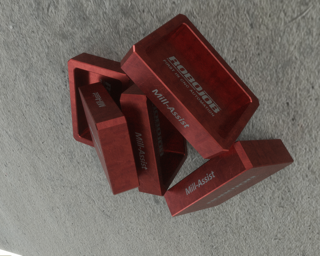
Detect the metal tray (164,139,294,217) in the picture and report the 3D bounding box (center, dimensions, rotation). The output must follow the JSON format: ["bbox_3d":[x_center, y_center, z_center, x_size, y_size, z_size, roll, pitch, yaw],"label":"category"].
[{"bbox_3d":[0.076,0.059,0.362,0.129,0.091,0.030,-44,58,39],"label":"metal tray"}]

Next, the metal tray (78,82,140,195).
[{"bbox_3d":[-0.064,0.007,0.371,0.130,0.030,0.089,-131,29,-57],"label":"metal tray"}]

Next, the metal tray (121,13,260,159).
[{"bbox_3d":[0.035,-0.044,0.317,0.130,0.090,0.030,47,143,-6],"label":"metal tray"}]

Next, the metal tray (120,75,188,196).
[{"bbox_3d":[-0.001,0.003,0.368,0.030,0.090,0.129,6,122,25],"label":"metal tray"}]

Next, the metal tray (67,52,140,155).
[{"bbox_3d":[-0.077,-0.029,0.426,0.090,0.030,0.129,18,126,17],"label":"metal tray"}]
